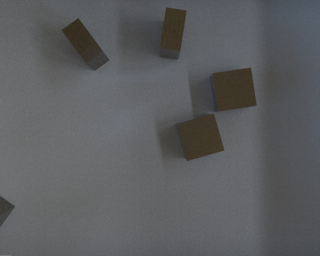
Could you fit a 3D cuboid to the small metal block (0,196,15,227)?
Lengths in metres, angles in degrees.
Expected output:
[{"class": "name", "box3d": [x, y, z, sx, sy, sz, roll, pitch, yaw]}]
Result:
[{"class": "small metal block", "box3d": [-0.222, 0.120, 0.397, 0.025, 0.050, 0.050, 36, 90, 0]}]

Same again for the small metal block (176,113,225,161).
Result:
[{"class": "small metal block", "box3d": [0.052, 0.012, 0.412, 0.050, 0.025, 0.050, -16, 90, 0]}]

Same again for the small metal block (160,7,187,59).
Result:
[{"class": "small metal block", "box3d": [0.016, -0.119, 0.399, 0.025, 0.050, 0.050, 9, 90, 0]}]

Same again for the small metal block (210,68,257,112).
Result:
[{"class": "small metal block", "box3d": [0.096, -0.050, 0.412, 0.050, 0.025, 0.050, -9, 90, 0]}]

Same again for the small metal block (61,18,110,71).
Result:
[{"class": "small metal block", "box3d": [-0.094, -0.105, 0.398, 0.025, 0.050, 0.050, -36, 90, 0]}]
